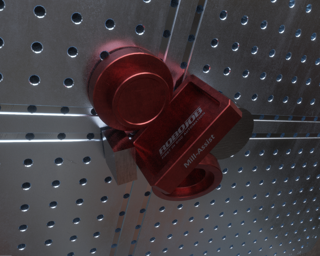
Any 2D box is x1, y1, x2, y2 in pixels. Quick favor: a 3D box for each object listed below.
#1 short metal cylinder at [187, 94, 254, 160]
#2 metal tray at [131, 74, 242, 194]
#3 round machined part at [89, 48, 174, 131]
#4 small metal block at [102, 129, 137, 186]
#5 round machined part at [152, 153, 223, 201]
[{"bbox_3d":[0.082,-0.003,0.433,0.081,0.050,0.079,-14,124,-21],"label":"short metal cylinder"},{"bbox_3d":[0.025,0.004,0.380,0.130,0.090,0.030,-48,129,5],"label":"metal tray"},{"bbox_3d":[-0.028,-0.038,0.356,0.099,0.042,0.097,-14,124,-21],"label":"round machined part"},{"bbox_3d":[-0.050,0.034,0.383,0.025,0.050,0.050,-14,125,-21],"label":"small metal block"},{"bbox_3d":[0.035,0.061,0.437,0.099,0.042,0.097,-7,140,-5],"label":"round machined part"}]
